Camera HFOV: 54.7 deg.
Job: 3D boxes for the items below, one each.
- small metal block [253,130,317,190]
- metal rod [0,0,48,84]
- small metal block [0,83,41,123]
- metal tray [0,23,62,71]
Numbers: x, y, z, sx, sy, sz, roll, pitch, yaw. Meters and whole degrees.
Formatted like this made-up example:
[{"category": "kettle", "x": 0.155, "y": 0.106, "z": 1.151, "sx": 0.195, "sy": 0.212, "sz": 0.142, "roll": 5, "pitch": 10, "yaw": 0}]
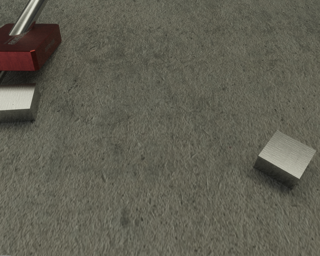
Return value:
[{"category": "small metal block", "x": 0.150, "y": 0.037, "z": 0.374, "sx": 0.050, "sy": 0.025, "sz": 0.050, "roll": 32, "pitch": 57, "yaw": 23}, {"category": "metal rod", "x": -0.219, "y": -0.175, "z": 0.508, "sx": 0.025, "sy": 0.025, "sz": 0.300, "roll": 10, "pitch": 63, "yaw": 8}, {"category": "small metal block", "x": -0.198, "y": -0.035, "z": 0.430, "sx": 0.050, "sy": 0.025, "sz": 0.050, "roll": -4, "pitch": 50, "yaw": -4}, {"category": "metal tray", "x": -0.217, "y": -0.130, "z": 0.484, "sx": 0.091, "sy": 0.030, "sz": 0.130, "roll": 0, "pitch": 35, "yaw": 0}]
